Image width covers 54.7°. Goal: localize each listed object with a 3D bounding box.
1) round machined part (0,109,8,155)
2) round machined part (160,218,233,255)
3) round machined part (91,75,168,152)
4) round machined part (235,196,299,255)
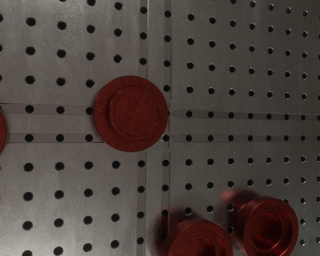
[{"bbox_3d":[-0.216,0.005,0.324,0.099,0.042,0.097,0,90,-21],"label":"round machined part"},{"bbox_3d":[0.046,0.171,0.422,0.099,0.042,0.097,0,90,-21],"label":"round machined part"},{"bbox_3d":[-0.035,-0.018,0.392,0.099,0.042,0.097,0,90,-21],"label":"round machined part"},{"bbox_3d":[0.153,0.150,0.462,0.099,0.042,0.097,0,90,-21],"label":"round machined part"}]
